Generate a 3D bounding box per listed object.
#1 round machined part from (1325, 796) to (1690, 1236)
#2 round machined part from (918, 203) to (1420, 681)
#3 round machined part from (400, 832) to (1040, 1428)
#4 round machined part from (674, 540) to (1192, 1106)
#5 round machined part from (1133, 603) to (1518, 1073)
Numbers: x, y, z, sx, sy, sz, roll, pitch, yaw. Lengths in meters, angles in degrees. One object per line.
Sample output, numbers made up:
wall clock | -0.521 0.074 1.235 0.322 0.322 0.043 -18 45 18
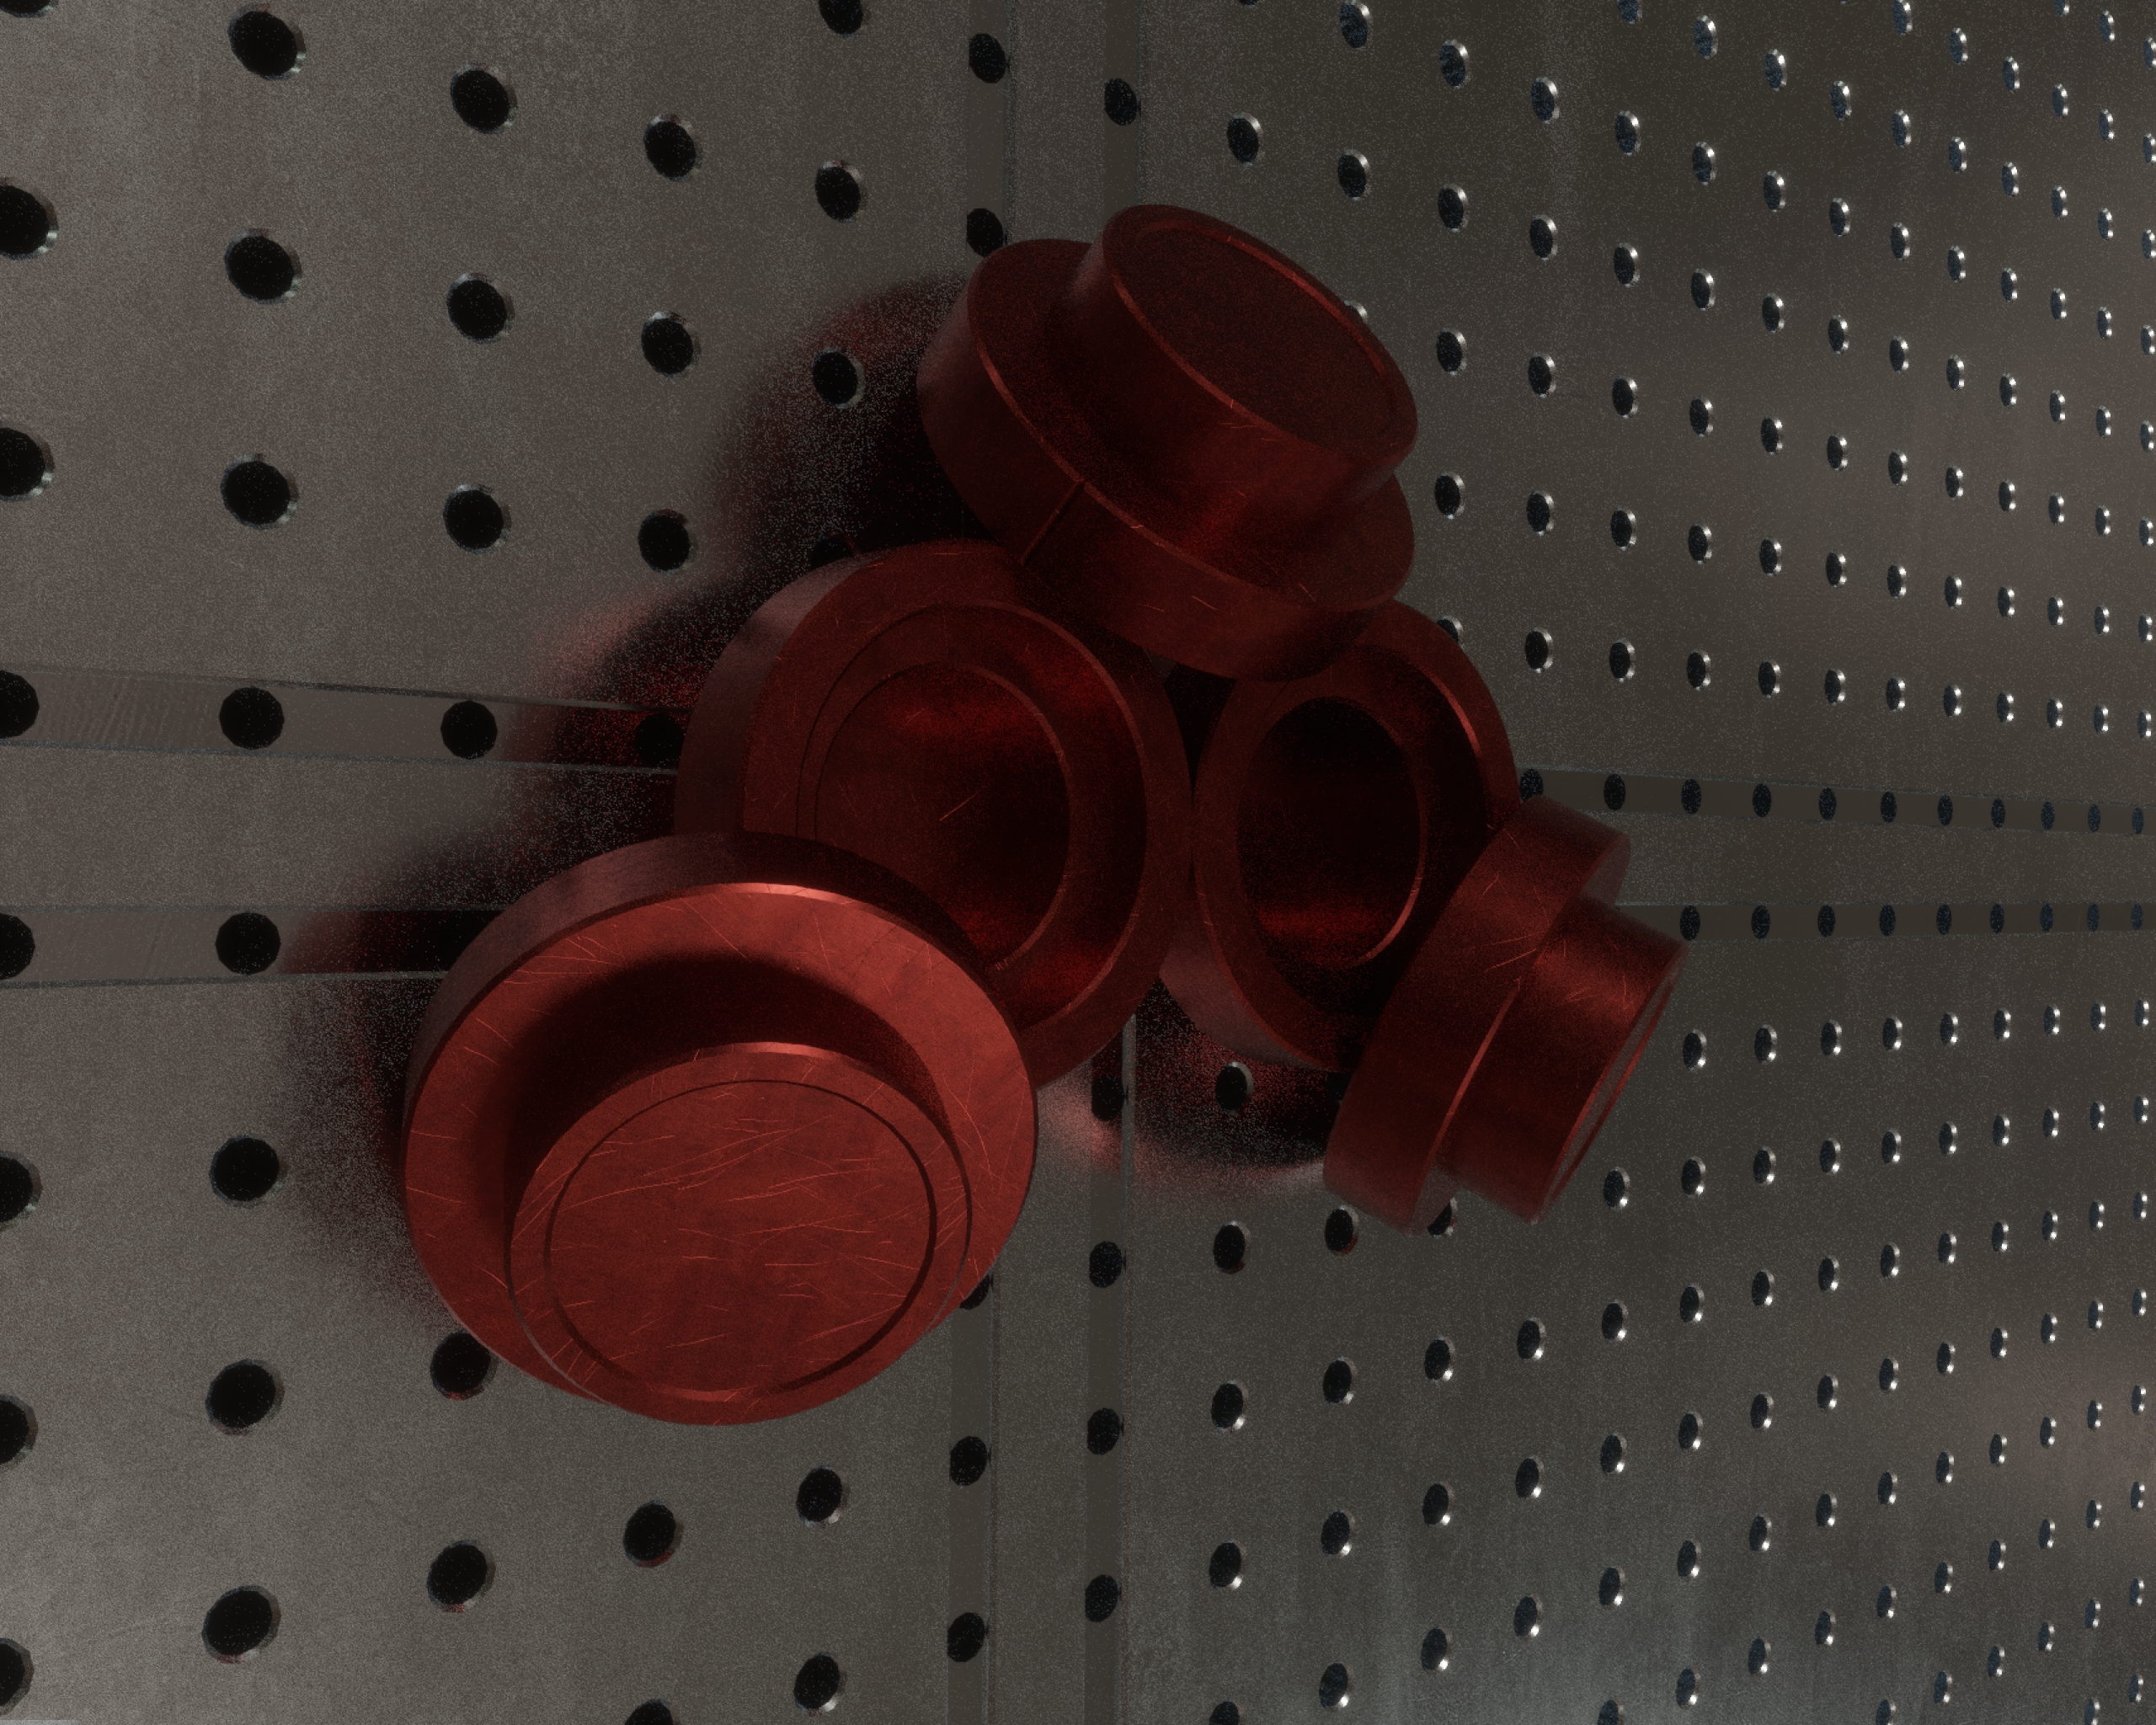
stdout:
round machined part | 0.096 0.038 0.446 0.098 0.042 0.098 -50 158 -29
round machined part | 0.023 -0.083 0.386 0.099 0.042 0.098 23 40 -21
round machined part | -0.054 0.048 0.324 0.099 0.042 0.097 -6 116 -13
round machined part | -0.029 -0.007 0.374 0.099 0.042 0.097 0 90 -40
round machined part | 0.046 -0.006 0.439 0.099 0.042 0.097 0 90 -40
